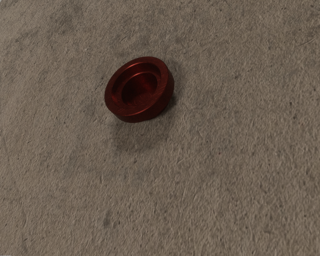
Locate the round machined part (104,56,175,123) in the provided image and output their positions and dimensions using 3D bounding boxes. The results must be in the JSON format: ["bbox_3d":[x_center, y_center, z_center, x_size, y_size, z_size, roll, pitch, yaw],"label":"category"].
[{"bbox_3d":[-0.025,-0.049,0.435,0.098,0.042,0.098,-13,56,20],"label":"round machined part"}]
